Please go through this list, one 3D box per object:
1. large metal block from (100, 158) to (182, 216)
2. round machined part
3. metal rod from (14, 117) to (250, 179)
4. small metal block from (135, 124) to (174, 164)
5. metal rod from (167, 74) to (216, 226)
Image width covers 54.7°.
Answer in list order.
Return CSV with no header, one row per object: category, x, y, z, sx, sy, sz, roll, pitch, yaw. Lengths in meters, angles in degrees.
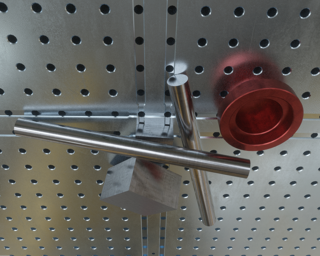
large metal block,-0.028,0.087,0.449,0.080,0.050,0.080,28,145,-27
round machined part,0.121,-0.020,0.385,0.099,0.042,0.097,-1,130,0
metal rod,-0.037,0.025,0.400,0.302,0.025,0.025,10,130,3
small metal block,-0.010,0.023,0.431,0.050,0.025,0.050,5,130,-5
metal rod,0.054,0.054,0.458,0.025,0.025,0.299,-10,130,8
